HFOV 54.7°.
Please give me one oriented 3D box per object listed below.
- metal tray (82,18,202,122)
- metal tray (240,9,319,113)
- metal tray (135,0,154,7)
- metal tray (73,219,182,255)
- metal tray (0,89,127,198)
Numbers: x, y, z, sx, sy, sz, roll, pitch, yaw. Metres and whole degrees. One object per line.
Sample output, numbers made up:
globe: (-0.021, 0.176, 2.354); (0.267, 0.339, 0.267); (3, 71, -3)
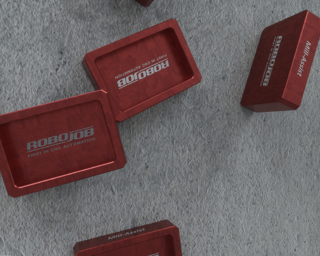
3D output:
metal tray: (-0.021, -0.074, 0.398); (0.131, 0.030, 0.090); (-28, 100, -18)
metal tray: (0.168, -0.089, 0.436); (0.030, 0.090, 0.129); (21, 83, -19)
metal tray: (-0.019, -0.237, 0.399); (0.090, 0.030, 0.130); (32, 80, -17)
metal tray: (-0.036, 0.178, 0.393); (0.131, 0.030, 0.089); (-8, 93, -20)
metal tray: (-0.112, 0.016, 0.348); (0.131, 0.030, 0.089); (-15, 96, -5)
